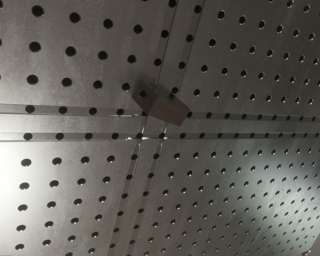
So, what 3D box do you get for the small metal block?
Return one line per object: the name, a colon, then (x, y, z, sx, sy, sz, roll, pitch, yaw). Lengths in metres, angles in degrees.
small metal block: (0.001, -0.030, 0.378, 0.050, 0.050, 0.025, 19, 108, -36)
